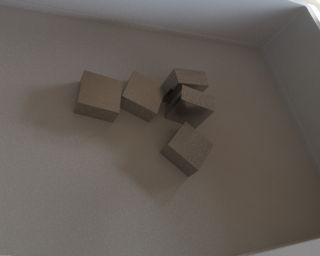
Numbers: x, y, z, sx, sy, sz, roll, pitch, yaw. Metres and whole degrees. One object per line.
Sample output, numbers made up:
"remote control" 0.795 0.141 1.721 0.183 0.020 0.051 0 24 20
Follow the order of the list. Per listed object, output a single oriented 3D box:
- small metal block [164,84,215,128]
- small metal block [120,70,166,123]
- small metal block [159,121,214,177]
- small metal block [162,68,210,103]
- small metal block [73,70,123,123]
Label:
"small metal block" 0.041 -0.028 0.431 0.050 0.050 0.025 19 55 -18
"small metal block" -0.025 -0.043 0.420 0.050 0.025 0.050 27 52 -12
"small metal block" 0.036 0.027 0.410 0.050 0.025 0.050 40 51 -1
"small metal block" 0.034 -0.059 0.446 0.050 0.050 0.025 0 62 -29
"small metal block" -0.077 -0.039 0.389 0.050 0.025 0.050 14 56 -21
